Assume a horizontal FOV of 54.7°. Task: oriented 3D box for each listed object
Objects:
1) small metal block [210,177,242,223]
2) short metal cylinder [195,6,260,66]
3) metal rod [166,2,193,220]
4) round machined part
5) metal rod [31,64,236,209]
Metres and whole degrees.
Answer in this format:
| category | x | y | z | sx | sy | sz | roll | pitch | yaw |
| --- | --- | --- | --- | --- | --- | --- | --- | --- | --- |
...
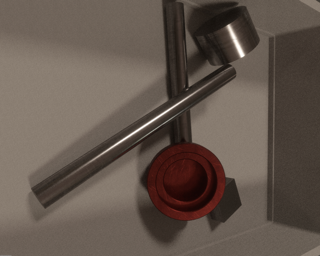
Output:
| category | x | y | z | sx | sy | sz | roll | pitch | yaw |
| --- | --- | --- | --- | --- | --- | --- | --- | --- | --- |
| small metal block | 0.101 | 0.113 | 0.494 | 0.050 | 0.025 | 0.050 | -30 | 109 | -36 |
| short metal cylinder | 0.098 | -0.135 | 0.456 | 0.080 | 0.080 | 0.050 | -49 | 119 | -29 |
| metal rod | 0.030 | -0.020 | 0.433 | 0.025 | 0.025 | 0.298 | -7 | 95 | -40 |
| round machined part | 0.032 | 0.066 | 0.404 | 0.099 | 0.042 | 0.097 | 0 | 93 | -4 |
| metal rod | -0.010 | -0.005 | 0.377 | 0.302 | 0.025 | 0.025 | -34 | 112 | -28 |
